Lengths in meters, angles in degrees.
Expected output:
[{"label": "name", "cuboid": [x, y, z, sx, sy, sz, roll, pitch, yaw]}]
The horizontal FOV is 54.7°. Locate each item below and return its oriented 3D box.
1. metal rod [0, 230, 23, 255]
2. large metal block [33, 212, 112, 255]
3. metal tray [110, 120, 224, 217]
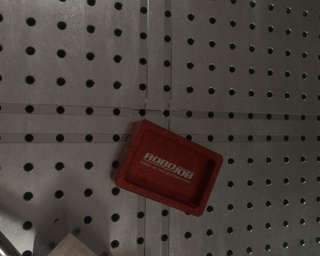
[{"label": "metal rod", "cuboid": [-0.134, 0.151, 0.307, 0.300, 0.025, 0.025, 44, 75, 7]}, {"label": "large metal block", "cuboid": [-0.094, 0.149, 0.349, 0.050, 0.080, 0.080, -47, 105, -14]}, {"label": "metal tray", "cuboid": [0.012, 0.054, 0.415, 0.131, 0.030, 0.090, 25, 82, -19]}]
